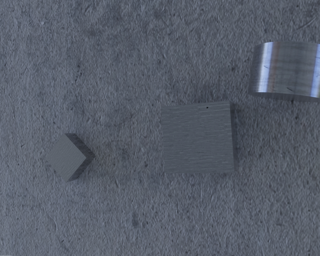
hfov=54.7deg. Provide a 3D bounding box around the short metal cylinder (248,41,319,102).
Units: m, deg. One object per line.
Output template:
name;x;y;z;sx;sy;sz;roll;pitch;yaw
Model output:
short metal cylinder;0.138;-0.057;0.331;0.080;0.080;0.050;8;93;20

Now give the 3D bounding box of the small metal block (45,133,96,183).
small metal block;-0.132;0.043;0.455;0.050;0.025;0.050;44;104;14

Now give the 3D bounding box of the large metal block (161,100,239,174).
large metal block;0.050;0.012;0.378;0.080;0.050;0.080;-4;89;20
